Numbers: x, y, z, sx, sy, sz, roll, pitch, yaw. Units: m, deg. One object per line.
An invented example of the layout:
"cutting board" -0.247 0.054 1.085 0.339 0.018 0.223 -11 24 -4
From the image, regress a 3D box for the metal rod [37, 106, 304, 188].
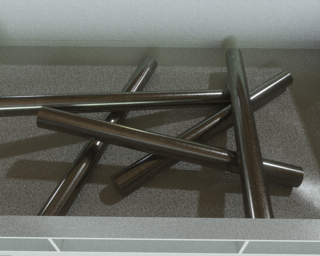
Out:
"metal rod" 0.013 0.022 0.354 0.302 0.025 0.025 13 51 -2

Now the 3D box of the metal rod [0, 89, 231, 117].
"metal rod" -0.045 -0.034 0.401 0.302 0.025 0.025 -4 50 -16

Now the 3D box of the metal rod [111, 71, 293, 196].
"metal rod" 0.071 -0.005 0.409 0.302 0.025 0.025 -30 57 -23

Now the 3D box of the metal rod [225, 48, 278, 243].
"metal rod" 0.101 -0.011 0.373 0.025 0.025 0.300 4 44 3

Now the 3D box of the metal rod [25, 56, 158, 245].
"metal rod" -0.070 0.004 0.400 0.025 0.025 0.301 17 52 13
